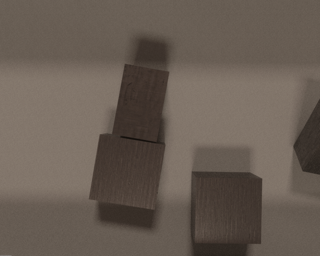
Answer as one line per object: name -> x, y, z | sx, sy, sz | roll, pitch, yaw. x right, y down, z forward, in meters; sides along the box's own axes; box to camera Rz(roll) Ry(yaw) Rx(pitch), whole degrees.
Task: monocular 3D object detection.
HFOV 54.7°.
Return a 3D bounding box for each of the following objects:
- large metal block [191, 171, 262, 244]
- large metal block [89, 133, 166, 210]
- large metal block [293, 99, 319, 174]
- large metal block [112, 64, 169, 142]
large metal block -> 0.083, 0.100, 0.400 | 0.081, 0.050, 0.079 | 1, 90, -1
large metal block -> -0.040, 0.053, 0.398 | 0.080, 0.050, 0.080 | 9, 90, -1
large metal block -> 0.227, 0.016, 0.383 | 0.080, 0.050, 0.079 | 12, 126, -1
large metal block -> -0.022, -0.028, 0.384 | 0.050, 0.080, 0.080 | 10, 90, 0
